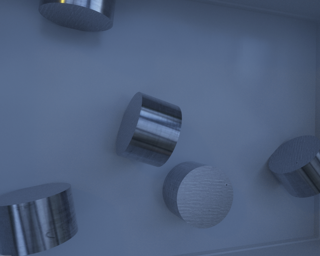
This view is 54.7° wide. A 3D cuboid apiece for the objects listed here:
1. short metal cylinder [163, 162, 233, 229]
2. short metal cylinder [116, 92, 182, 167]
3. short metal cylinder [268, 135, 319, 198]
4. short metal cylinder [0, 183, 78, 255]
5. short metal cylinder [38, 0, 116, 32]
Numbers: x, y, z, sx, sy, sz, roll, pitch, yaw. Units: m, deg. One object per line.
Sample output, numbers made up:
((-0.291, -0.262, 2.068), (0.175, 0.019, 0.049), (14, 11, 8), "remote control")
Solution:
((0.050, 0.087, 0.416), (0.081, 0.050, 0.080), (0, 90, -20), "short metal cylinder")
((-0.015, 0.002, 0.376), (0.050, 0.080, 0.080), (19, 84, -19), "short metal cylinder")
((0.211, 0.056, 0.459), (0.080, 0.080, 0.050), (-44, 104, -15), "short metal cylinder")
((-0.133, 0.094, 0.332), (0.081, 0.080, 0.050), (-10, 94, -20), "short metal cylinder")
((-0.090, -0.147, 0.348), (0.081, 0.080, 0.050), (7, 88, -20), "short metal cylinder")
